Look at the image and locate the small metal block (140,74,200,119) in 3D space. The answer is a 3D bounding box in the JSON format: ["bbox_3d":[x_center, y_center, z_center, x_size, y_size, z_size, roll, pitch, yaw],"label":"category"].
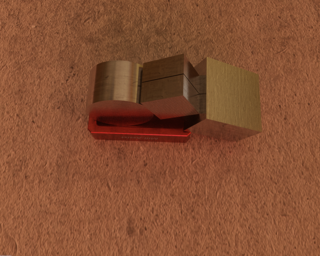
[{"bbox_3d":[0.013,-0.033,0.352,0.050,0.050,0.025,-8,67,25],"label":"small metal block"}]

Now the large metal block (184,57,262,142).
[{"bbox_3d":[0.079,-0.033,0.393,0.081,0.050,0.080,12,68,-23],"label":"large metal block"}]

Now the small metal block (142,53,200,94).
[{"bbox_3d":[0.014,-0.058,0.362,0.050,0.050,0.025,-8,67,25],"label":"small metal block"}]

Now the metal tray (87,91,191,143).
[{"bbox_3d":[-0.024,-0.029,0.417,0.131,0.030,0.090,2,70,0],"label":"metal tray"}]

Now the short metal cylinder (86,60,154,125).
[{"bbox_3d":[-0.047,-0.040,0.381,0.081,0.080,0.050,1,70,0],"label":"short metal cylinder"}]
